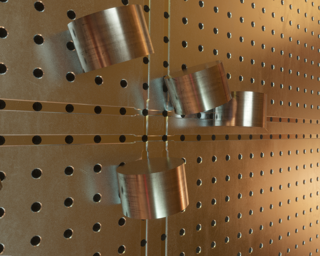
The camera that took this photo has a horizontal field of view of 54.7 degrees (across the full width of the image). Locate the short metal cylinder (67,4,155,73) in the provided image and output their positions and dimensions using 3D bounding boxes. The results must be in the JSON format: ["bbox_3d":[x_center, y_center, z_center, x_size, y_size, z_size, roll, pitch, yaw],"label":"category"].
[{"bbox_3d":[-0.051,-0.094,0.332,0.081,0.080,0.050,-27,107,-37],"label":"short metal cylinder"}]

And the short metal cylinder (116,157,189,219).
[{"bbox_3d":[-0.008,0.068,0.368,0.081,0.080,0.050,-12,98,-40],"label":"short metal cylinder"}]

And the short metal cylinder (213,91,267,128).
[{"bbox_3d":[0.123,-0.026,0.479,0.081,0.080,0.050,4,88,-40],"label":"short metal cylinder"}]

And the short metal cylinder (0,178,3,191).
[{"bbox_3d":[-0.169,0.035,0.232,0.081,0.080,0.050,-22,104,-38],"label":"short metal cylinder"}]

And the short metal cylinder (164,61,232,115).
[{"bbox_3d":[0.051,-0.055,0.418,0.081,0.080,0.050,-29,108,-37],"label":"short metal cylinder"}]
